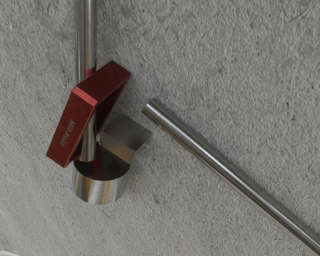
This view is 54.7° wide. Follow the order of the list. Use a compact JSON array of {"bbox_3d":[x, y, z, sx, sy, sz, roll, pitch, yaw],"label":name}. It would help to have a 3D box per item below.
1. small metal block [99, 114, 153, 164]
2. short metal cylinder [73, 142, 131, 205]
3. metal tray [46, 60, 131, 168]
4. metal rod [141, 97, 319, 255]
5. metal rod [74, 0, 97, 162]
[{"bbox_3d":[-0.046,0.014,0.422,0.050,0.050,0.025,32,128,7],"label":"small metal block"},{"bbox_3d":[-0.086,0.065,0.455,0.080,0.080,0.050,24,127,13],"label":"short metal cylinder"},{"bbox_3d":[-0.093,-0.017,0.400,0.030,0.090,0.129,36,129,-1],"label":"metal tray"},{"bbox_3d":[0.099,0.067,0.395,0.300,0.025,0.025,40,129,0],"label":"metal rod"},{"bbox_3d":[-0.087,-0.096,0.362,0.025,0.025,0.298,15,115,19],"label":"metal rod"}]
